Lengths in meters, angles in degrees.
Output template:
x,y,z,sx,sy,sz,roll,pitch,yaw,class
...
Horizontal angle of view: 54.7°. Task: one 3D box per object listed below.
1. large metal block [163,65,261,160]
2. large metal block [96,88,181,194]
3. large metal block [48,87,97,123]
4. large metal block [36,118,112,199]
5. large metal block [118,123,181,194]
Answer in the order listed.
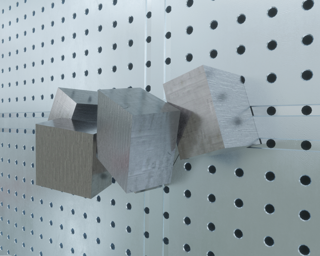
x,y,z,sx,sy,sz,roll,pitch,yaw,class
0.056,-0.014,0.326,0.050,0.081,0.080,-21,77,38,large metal block
-0.027,0.008,0.323,0.080,0.050,0.079,35,126,50,large metal block
-0.117,-0.011,0.466,0.050,0.081,0.079,37,112,33,large metal block
-0.107,0.035,0.394,0.080,0.050,0.079,9,104,18,large metal block
-0.024,0.026,0.410,0.080,0.050,0.079,39,114,32,large metal block
